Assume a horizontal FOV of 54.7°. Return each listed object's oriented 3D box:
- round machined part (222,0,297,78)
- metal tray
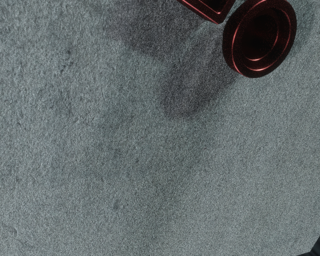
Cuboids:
[{"bbox_3d":[0.119,-0.116,0.391,0.099,0.042,0.097,-14,125,-21],"label":"round machined part"},{"bbox_3d":[0.060,-0.188,0.321,0.091,0.030,0.129,19,108,-36],"label":"metal tray"}]
